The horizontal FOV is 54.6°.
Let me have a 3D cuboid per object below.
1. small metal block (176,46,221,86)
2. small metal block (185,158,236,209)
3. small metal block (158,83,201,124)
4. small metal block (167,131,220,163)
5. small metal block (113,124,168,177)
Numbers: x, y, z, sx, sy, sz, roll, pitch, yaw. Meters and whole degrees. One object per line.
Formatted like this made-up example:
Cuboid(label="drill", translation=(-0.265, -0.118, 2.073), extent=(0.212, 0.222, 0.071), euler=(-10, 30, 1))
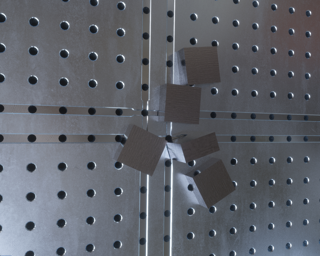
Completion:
Cuboid(label="small metal block", translation=(0.054, -0.085, 0.432), extent=(0.050, 0.025, 0.050), euler=(-8, 93, -20))
Cuboid(label="small metal block", translation=(0.071, 0.077, 0.439), extent=(0.050, 0.025, 0.050), euler=(-30, 100, -18))
Cuboid(label="small metal block", translation=(0.027, -0.032, 0.422), extent=(0.050, 0.025, 0.050), euler=(5, 89, -20))
Cuboid(label="small metal block", translation=(0.043, 0.024, 0.415), extent=(0.050, 0.050, 0.025), euler=(-18, 96, -19))
Cuboid(label="small metal block", translation=(-0.026, 0.029, 0.403), extent=(0.050, 0.025, 0.050), euler=(27, 81, -18))
